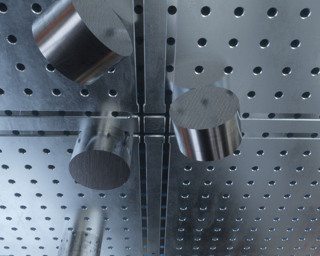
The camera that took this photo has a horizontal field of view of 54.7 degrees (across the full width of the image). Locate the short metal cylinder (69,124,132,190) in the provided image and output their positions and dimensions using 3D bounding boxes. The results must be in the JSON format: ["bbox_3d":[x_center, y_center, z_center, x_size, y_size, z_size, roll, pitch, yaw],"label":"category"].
[{"bbox_3d":[-0.080,0.041,0.429,0.081,0.050,0.079,0,130,0],"label":"short metal cylinder"}]

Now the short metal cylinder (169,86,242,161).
[{"bbox_3d":[0.056,-0.006,0.371,0.080,0.080,0.050,-10,129,8],"label":"short metal cylinder"}]

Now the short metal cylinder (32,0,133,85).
[{"bbox_3d":[-0.072,-0.089,0.299,0.050,0.080,0.080,-32,124,24],"label":"short metal cylinder"}]

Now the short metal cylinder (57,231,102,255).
[{"bbox_3d":[-0.157,0.245,0.601,0.081,0.050,0.079,-1,130,0],"label":"short metal cylinder"}]
